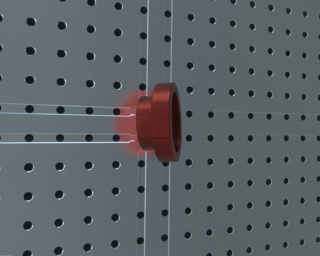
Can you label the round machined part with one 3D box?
[{"bbox_3d":[-0.001,-0.006,0.384,0.042,0.098,0.097,-2,91,11],"label":"round machined part"}]
